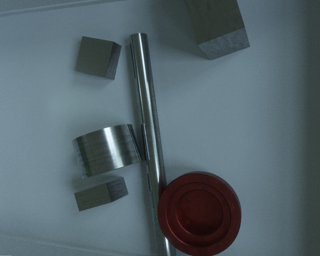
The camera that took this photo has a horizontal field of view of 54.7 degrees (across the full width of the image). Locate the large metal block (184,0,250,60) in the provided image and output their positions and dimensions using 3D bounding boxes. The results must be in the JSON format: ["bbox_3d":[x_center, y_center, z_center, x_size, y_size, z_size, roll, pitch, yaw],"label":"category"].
[{"bbox_3d":[0.065,-0.132,0.358,0.050,0.080,0.080,-17,85,19],"label":"large metal block"}]

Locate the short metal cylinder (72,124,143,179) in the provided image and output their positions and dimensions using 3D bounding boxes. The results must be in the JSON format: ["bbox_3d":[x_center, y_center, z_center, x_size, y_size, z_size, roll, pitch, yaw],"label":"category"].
[{"bbox_3d":[-0.068,0.031,0.404,0.080,0.080,0.050,-19,84,19],"label":"short metal cylinder"}]

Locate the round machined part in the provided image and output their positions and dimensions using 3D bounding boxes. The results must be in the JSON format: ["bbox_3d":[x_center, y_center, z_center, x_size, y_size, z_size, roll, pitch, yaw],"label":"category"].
[{"bbox_3d":[0.050,0.102,0.381,0.098,0.042,0.097,0,90,16],"label":"round machined part"}]

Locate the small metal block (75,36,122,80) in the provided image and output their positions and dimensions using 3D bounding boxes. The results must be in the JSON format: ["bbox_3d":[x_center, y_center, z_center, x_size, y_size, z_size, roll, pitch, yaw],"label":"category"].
[{"bbox_3d":[-0.087,-0.099,0.440,0.050,0.025,0.050,15,95,19],"label":"small metal block"}]

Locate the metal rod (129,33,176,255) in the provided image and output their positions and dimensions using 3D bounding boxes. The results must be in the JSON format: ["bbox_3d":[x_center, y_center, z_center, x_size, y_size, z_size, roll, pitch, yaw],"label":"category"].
[{"bbox_3d":[-0.010,0.023,0.413,0.025,0.025,0.298,-8,87,19],"label":"metal rod"}]

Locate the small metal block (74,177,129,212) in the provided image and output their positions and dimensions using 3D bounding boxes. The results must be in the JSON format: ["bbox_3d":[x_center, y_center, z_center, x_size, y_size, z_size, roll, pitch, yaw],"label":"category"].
[{"bbox_3d":[-0.079,0.090,0.424,0.050,0.050,0.025,-20,84,18],"label":"small metal block"}]
